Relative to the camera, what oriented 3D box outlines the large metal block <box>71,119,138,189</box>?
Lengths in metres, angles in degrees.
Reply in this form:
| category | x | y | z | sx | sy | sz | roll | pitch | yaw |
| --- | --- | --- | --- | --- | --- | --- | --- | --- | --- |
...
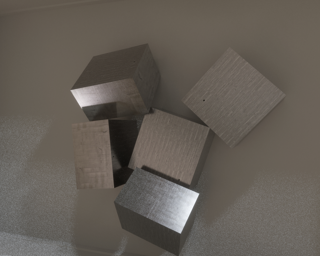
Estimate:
| category | x | y | z | sx | sy | sz | roll | pitch | yaw |
| --- | --- | --- | --- | --- | --- | --- | --- | --- | --- |
| large metal block | -0.066 | 0.032 | 0.402 | 0.050 | 0.080 | 0.080 | -6 | 88 | 20 |

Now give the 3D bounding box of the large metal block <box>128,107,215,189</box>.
| category | x | y | z | sx | sy | sz | roll | pitch | yaw |
| --- | --- | --- | --- | --- | --- | --- | --- | --- | --- |
| large metal block | 0.017 | 0.024 | 0.390 | 0.080 | 0.050 | 0.080 | 20 | 97 | 18 |

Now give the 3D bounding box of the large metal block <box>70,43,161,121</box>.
| category | x | y | z | sx | sy | sz | roll | pitch | yaw |
| --- | --- | --- | --- | --- | --- | --- | --- | --- | --- |
| large metal block | -0.052 | -0.057 | 0.391 | 0.080 | 0.080 | 0.050 | -8 | 129 | 20 |

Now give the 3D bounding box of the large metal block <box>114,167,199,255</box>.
| category | x | y | z | sx | sy | sz | roll | pitch | yaw |
| --- | --- | --- | --- | --- | --- | --- | --- | --- | --- |
| large metal block | -0.003 | 0.102 | 0.373 | 0.080 | 0.080 | 0.050 | 21 | 55 | 17 |

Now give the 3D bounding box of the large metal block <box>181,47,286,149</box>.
| category | x | y | z | sx | sy | sz | roll | pitch | yaw |
| --- | --- | --- | --- | --- | --- | --- | --- | --- | --- |
| large metal block | 0.087 | -0.033 | 0.365 | 0.080 | 0.050 | 0.080 | 45 | 104 | 14 |
